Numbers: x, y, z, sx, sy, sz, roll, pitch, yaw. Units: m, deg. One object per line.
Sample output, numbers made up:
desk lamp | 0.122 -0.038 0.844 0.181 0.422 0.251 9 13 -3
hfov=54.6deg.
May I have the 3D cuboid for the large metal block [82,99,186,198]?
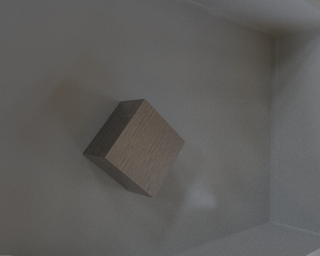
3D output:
large metal block | -0.028 0.023 0.366 0.080 0.050 0.080 46 62 -30
